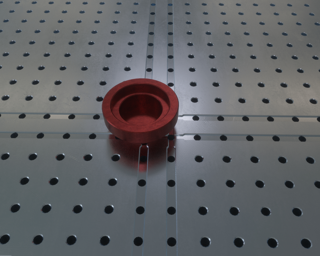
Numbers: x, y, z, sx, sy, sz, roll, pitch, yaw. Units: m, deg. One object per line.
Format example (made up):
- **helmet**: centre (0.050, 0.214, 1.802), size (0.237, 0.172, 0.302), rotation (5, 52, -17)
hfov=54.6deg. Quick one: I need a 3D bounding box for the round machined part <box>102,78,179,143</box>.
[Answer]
- **round machined part**: centre (-0.025, -0.018, 0.412), size (0.099, 0.042, 0.098), rotation (0, 50, 0)
